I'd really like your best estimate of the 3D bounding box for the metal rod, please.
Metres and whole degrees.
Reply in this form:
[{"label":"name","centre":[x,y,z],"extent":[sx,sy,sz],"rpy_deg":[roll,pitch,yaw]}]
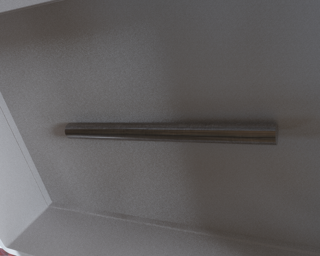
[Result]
[{"label":"metal rod","centre":[-0.004,0.006,0.410],"extent":[0.301,0.025,0.025],"rpy_deg":[1,119,27]}]
